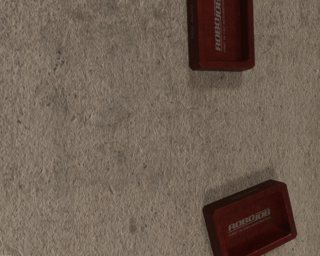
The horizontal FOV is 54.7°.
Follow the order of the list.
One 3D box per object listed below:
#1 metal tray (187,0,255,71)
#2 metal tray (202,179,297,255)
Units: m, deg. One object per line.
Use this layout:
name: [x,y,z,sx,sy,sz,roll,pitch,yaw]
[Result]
metal tray: [0.086,-0.148,0.439,0.091,0.030,0.129,-2,91,-21]
metal tray: [0.135,0.140,0.458,0.131,0.030,0.089,-16,96,-20]
